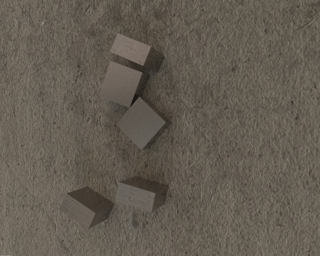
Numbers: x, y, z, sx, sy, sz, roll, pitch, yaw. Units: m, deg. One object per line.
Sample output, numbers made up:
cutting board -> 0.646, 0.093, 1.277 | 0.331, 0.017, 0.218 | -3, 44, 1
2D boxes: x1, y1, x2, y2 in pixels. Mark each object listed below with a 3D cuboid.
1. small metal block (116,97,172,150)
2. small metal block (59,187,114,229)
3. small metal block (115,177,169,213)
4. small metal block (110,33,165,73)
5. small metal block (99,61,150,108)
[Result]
small metal block -> -0.021, -0.006, 0.417 | 0.050, 0.025, 0.050 | 45, 104, 14
small metal block -> -0.101, 0.109, 0.431 | 0.050, 0.050, 0.025 | 28, 99, 18
small metal block -> -0.022, 0.085, 0.404 | 0.050, 0.050, 0.025 | 13, 95, 19
small metal block -> -0.028, -0.097, 0.406 | 0.050, 0.050, 0.025 | 26, 99, 18
small metal block -> -0.049, -0.059, 0.426 | 0.050, 0.025, 0.050 | 23, 98, 18
